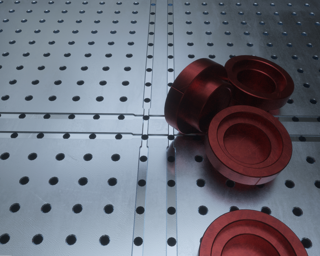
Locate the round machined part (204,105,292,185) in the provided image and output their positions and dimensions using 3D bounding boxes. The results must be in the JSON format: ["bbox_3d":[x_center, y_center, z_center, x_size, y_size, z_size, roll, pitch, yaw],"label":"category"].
[{"bbox_3d":[0.102,0.024,0.372,0.099,0.042,0.098,3,56,-4],"label":"round machined part"}]

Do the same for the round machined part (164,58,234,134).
[{"bbox_3d":[0.055,-0.034,0.387,0.099,0.098,0.042,-37,54,-26],"label":"round machined part"}]

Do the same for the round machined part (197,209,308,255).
[{"bbox_3d":[0.083,0.130,0.288,0.099,0.042,0.098,0,50,0],"label":"round machined part"}]

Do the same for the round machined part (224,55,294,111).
[{"bbox_3d":[0.133,-0.058,0.439,0.099,0.042,0.098,6,46,-6],"label":"round machined part"}]
